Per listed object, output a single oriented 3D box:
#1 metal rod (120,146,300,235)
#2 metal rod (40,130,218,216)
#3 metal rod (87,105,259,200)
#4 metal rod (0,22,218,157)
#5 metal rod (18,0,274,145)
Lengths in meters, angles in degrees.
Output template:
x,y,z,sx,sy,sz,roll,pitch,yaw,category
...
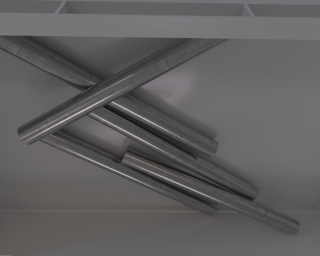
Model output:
x,y,z,sx,sy,sz,roll,pitch,yaw,category
0.083,0.099,0.471,0.301,0.025,0.025,25,126,-11,metal rod
-0.033,0.072,0.469,0.301,0.025,0.025,28,125,-22,metal rod
0.028,0.038,0.441,0.301,0.025,0.025,29,124,-23,metal rod
-0.051,-0.035,0.378,0.301,0.025,0.025,28,125,-22,metal rod
-0.025,-0.057,0.335,0.300,0.025,0.025,-26,126,11,metal rod
